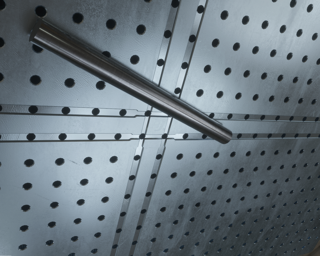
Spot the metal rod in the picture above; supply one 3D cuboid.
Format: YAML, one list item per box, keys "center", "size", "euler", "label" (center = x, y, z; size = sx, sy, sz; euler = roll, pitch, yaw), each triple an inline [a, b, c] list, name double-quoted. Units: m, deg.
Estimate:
- center: [-0.008, -0.040, 0.381]
  size: [0.301, 0.025, 0.025]
  euler: [26, 104, -37]
  label: "metal rod"
